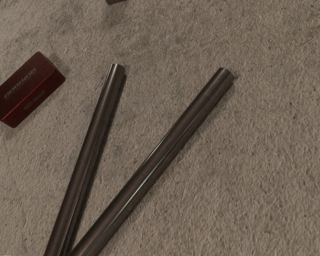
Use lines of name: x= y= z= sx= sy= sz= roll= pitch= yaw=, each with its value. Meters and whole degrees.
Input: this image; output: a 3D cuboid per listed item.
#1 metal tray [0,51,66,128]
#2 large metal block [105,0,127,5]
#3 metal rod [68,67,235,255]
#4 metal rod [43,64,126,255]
metal tray: x=-0.247 y=-0.073 z=0.572 sx=0.130 sy=0.030 sz=0.090 roll=-44 pitch=51 yaw=-3
large metal block: x=-0.091 y=-0.302 z=0.600 sx=0.050 sy=0.080 sz=0.080 roll=-4 pitch=60 yaw=26
metal rod: x=-0.007 y=0.045 z=0.378 sx=0.025 sy=0.025 sz=0.300 roll=33 pitch=79 yaw=38
metal rod: x=-0.099 y=0.037 z=0.431 sx=0.025 sy=0.025 sz=0.300 roll=-1 pitch=61 yaw=27
